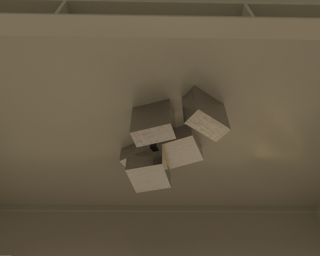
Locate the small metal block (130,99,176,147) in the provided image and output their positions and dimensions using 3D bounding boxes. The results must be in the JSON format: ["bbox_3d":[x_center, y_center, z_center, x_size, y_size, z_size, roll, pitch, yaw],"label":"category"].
[{"bbox_3d":[-0.008,-0.007,0.387,0.050,0.050,0.025,-13,129,11],"label":"small metal block"}]

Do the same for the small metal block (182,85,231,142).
[{"bbox_3d":[0.055,-0.018,0.378,0.050,0.050,0.025,29,124,-23],"label":"small metal block"}]

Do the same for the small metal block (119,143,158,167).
[{"bbox_3d":[-0.022,0.045,0.447,0.050,0.025,0.050,-24,126,19],"label":"small metal block"}]

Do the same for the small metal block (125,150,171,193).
[{"bbox_3d":[-0.015,0.061,0.428,0.050,0.025,0.050,-11,130,9],"label":"small metal block"}]

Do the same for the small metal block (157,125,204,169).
[{"bbox_3d":[0.028,0.026,0.431,0.050,0.025,0.050,-17,128,14],"label":"small metal block"}]
